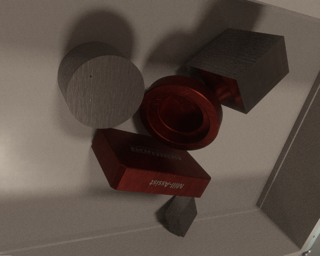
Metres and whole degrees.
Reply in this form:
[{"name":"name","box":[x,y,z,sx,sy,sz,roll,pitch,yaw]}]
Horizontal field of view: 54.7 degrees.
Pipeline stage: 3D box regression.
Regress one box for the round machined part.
[{"name":"round machined part","box":[0.028,-0.022,0.379,0.098,0.042,0.097,13,132,15]}]

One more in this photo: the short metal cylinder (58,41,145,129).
[{"name":"short metal cylinder","box":[-0.063,-0.046,0.330,0.081,0.050,0.079,-14,125,-21]}]

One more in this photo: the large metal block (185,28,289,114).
[{"name":"large metal block","box":[0.092,-0.072,0.371,0.080,0.080,0.050,-42,131,-16]}]

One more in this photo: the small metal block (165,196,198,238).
[{"name":"small metal block","box":[0.035,0.138,0.501,0.050,0.025,0.050,-49,139,-39]}]

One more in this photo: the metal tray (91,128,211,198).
[{"name":"metal tray","box":[-0.011,0.043,0.388,0.131,0.090,0.030,14,111,-34]}]
